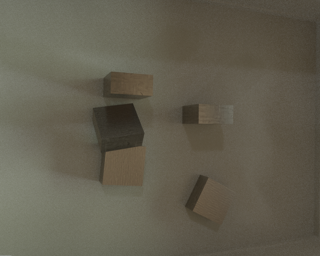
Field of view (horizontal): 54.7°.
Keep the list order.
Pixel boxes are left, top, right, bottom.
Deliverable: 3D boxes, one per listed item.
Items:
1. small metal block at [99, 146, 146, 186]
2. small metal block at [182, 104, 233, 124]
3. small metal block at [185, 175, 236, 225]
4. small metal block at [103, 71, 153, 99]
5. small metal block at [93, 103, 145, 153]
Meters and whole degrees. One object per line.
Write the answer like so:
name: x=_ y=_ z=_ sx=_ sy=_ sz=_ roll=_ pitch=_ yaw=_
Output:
small metal block: x=-0.048 y=0.046 z=0.393 sx=0.050 sy=0.025 sz=0.050 roll=6 pitch=88 yaw=-20
small metal block: x=0.064 y=-0.018 z=0.421 sx=0.050 sy=0.050 sz=0.025 roll=1 pitch=90 yaw=-20
small metal block: x=0.071 y=0.101 z=0.437 sx=0.050 sy=0.025 sz=0.050 roll=30 pitch=80 yaw=-18
small metal block: x=-0.040 y=-0.051 z=0.382 sx=0.050 sy=0.050 sz=0.025 roll=1 pitch=90 yaw=-20
small metal block: x=-0.052 y=-0.001 z=0.377 sx=0.050 sy=0.025 sz=0.050 roll=-9 pitch=52 yaw=-20
